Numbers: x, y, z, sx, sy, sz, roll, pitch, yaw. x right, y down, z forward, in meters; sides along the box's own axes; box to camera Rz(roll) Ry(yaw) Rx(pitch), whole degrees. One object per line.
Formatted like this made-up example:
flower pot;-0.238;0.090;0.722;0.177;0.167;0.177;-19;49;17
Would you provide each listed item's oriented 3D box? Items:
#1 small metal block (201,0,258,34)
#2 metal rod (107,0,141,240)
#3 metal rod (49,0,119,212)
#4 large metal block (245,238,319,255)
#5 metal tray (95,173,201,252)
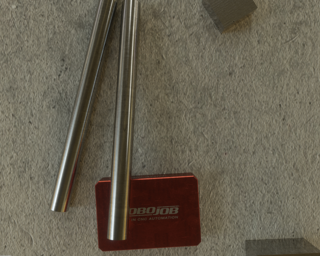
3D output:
small metal block;0.091;-0.163;0.411;0.050;0.025;0.050;-32;90;-1
metal rod;-0.044;-0.017;0.390;0.025;0.025;0.298;3;82;-1
metal rod;-0.098;-0.039;0.408;0.025;0.025;0.298;13;90;-1
large metal block;0.159;0.192;0.400;0.081;0.050;0.079;-2;90;-1
metal tray;-0.015;0.109;0.407;0.131;0.030;0.089;-3;90;-1
